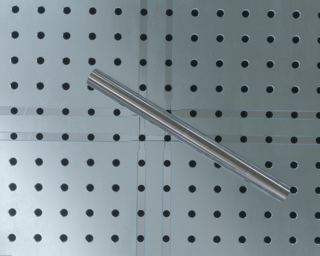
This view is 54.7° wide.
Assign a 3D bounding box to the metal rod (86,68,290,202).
[{"bbox_3d":[0.038,0.010,0.413,0.301,0.025,0.025,31,90,-1],"label":"metal rod"}]
